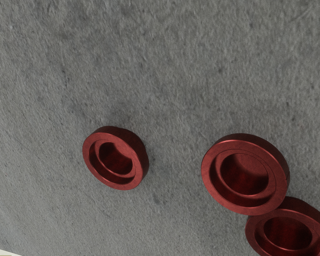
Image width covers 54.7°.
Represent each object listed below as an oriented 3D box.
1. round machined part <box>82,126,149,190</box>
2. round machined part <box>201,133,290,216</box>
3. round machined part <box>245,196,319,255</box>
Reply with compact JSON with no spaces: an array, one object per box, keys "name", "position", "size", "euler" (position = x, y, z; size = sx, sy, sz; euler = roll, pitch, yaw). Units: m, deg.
[{"name":"round machined part","position":[-0.059,0.039,0.450],"size":[0.098,0.042,0.097],"euler":[13,124,20]},{"name":"round machined part","position":[0.102,0.050,0.367],"size":[0.098,0.042,0.097],"euler":[14,119,27]},{"name":"round machined part","position":[0.160,0.125,0.388],"size":[0.098,0.042,0.097],"euler":[13,124,20]}]
